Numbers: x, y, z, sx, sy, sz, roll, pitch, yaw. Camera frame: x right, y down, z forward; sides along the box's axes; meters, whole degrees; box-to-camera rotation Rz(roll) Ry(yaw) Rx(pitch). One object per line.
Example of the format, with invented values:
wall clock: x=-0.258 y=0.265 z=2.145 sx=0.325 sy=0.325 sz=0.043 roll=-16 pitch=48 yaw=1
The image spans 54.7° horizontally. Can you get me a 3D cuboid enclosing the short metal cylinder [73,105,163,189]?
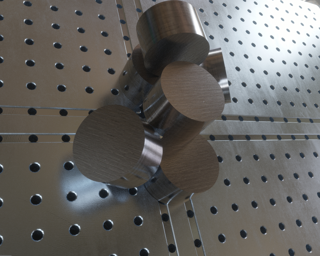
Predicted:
short metal cylinder: x=-0.044 y=0.021 z=0.329 sx=0.050 sy=0.080 sz=0.080 roll=42 pitch=29 yaw=-63

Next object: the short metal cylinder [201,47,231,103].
short metal cylinder: x=0.069 y=-0.071 z=0.444 sx=0.050 sy=0.080 sz=0.080 roll=-11 pitch=60 yaw=12

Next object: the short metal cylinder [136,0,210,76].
short metal cylinder: x=0.015 y=-0.107 z=0.380 sx=0.081 sy=0.080 sz=0.050 roll=0 pitch=62 yaw=-28

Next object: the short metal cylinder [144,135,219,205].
short metal cylinder: x=0.023 y=0.047 z=0.375 sx=0.081 sy=0.050 sz=0.080 roll=14 pitch=57 yaw=-21

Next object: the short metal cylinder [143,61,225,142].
short metal cylinder: x=0.027 y=-0.030 z=0.360 sx=0.081 sy=0.050 sz=0.080 roll=14 pitch=56 yaw=-21

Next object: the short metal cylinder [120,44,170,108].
short metal cylinder: x=-0.010 y=-0.073 z=0.431 sx=0.081 sy=0.050 sz=0.080 roll=13 pitch=57 yaw=-21
